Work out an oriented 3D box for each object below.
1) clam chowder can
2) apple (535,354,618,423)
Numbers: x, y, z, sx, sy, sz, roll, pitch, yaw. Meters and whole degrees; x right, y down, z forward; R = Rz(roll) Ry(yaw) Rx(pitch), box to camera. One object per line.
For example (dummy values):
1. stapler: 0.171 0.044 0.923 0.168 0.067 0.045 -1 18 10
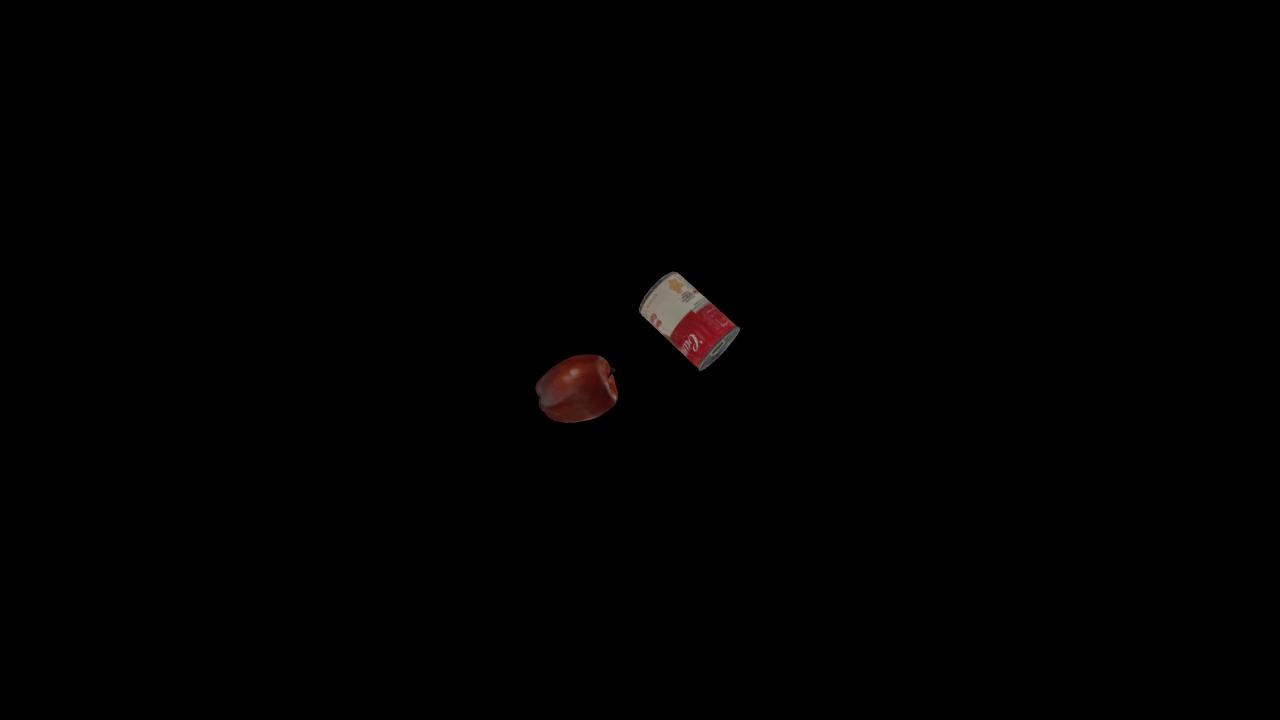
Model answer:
1. clam chowder can: 0.056 -0.046 0.715 0.102 0.068 0.068 45 13 13
2. apple: -0.070 0.031 0.702 0.093 0.079 0.079 -22 -2 5
